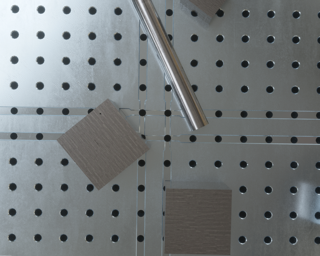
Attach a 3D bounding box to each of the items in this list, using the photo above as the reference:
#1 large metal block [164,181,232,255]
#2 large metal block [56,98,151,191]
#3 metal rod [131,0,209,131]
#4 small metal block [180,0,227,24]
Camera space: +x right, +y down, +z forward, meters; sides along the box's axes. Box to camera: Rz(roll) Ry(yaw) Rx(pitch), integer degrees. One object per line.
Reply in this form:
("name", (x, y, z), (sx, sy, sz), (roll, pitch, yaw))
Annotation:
("large metal block", (0.046, 0.114, 0.402), (0.081, 0.050, 0.079), (1, 90, -1))
("large metal block", (-0.069, 0.020, 0.400), (0.080, 0.050, 0.080), (-39, 91, 0))
("metal rod", (-0.009, -0.136, 0.413), (0.025, 0.025, 0.299), (-25, 90, 0))
("small metal block", (0.063, -0.178, 0.414), (0.050, 0.025, 0.050), (38, 90, -1))
